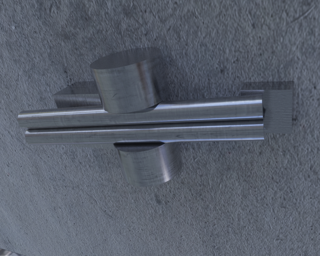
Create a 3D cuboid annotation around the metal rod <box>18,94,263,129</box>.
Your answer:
[{"bbox_3d":[-0.039,-0.016,0.361,0.301,0.025,0.025,-2,118,20],"label":"metal rod"}]

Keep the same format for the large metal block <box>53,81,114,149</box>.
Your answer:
[{"bbox_3d":[-0.087,-0.019,0.427,0.080,0.050,0.080,2,119,27],"label":"large metal block"}]

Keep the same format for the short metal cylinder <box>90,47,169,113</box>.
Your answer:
[{"bbox_3d":[-0.034,-0.057,0.355,0.080,0.080,0.050,2,119,27],"label":"short metal cylinder"}]

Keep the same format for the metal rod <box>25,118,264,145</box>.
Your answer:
[{"bbox_3d":[-0.034,0.006,0.372,0.301,0.025,0.025,-2,118,20],"label":"metal rod"}]

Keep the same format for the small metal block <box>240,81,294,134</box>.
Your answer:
[{"bbox_3d":[0.116,-0.023,0.333,0.050,0.025,0.050,3,120,27],"label":"small metal block"}]

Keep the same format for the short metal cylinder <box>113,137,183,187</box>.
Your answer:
[{"bbox_3d":[-0.014,0.031,0.399,0.080,0.080,0.050,2,119,27],"label":"short metal cylinder"}]
